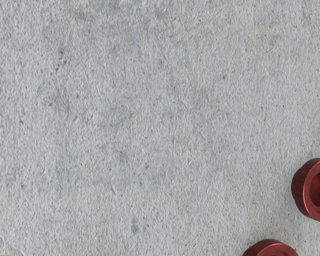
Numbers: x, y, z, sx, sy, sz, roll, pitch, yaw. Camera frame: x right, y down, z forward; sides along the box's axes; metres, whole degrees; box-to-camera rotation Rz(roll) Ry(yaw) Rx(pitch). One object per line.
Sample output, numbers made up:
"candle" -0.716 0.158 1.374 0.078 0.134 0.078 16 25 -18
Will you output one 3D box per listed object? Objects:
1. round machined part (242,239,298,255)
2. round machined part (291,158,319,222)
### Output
"round machined part" 0.157 0.212 0.458 0.099 0.042 0.097 0 90 -20
"round machined part" 0.250 0.096 0.492 0.099 0.042 0.097 0 90 -20
